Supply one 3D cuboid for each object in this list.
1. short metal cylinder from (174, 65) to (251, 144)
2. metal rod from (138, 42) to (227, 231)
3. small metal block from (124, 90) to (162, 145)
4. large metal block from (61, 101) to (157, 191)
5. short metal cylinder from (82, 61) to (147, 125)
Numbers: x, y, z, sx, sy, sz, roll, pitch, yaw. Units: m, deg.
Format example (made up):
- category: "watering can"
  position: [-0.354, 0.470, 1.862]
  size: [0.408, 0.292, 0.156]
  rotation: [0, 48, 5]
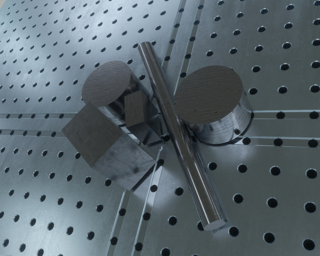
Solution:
- category: "short metal cylinder"
  position: [0.064, -0.027, 0.371]
  size: [0.080, 0.050, 0.080]
  rotation: [-13, 56, 21]
- category: "metal rod"
  position: [0.016, -0.014, 0.403]
  size: [0.025, 0.025, 0.299]
  rotation: [-28, 52, 11]
- category: "small metal block"
  position: [-0.022, -0.013, 0.406]
  size: [0.025, 0.050, 0.050]
  rotation: [-19, 54, 17]
- category: "large metal block"
  position: [-0.063, 0.023, 0.386]
  size: [0.050, 0.080, 0.080]
  rotation: [-48, 51, -4]
- category: "short metal cylinder"
  position: [-0.066, -0.051, 0.453]
  size: [0.080, 0.050, 0.080]
  rotation: [-13, 56, 21]
